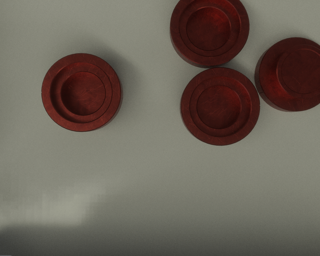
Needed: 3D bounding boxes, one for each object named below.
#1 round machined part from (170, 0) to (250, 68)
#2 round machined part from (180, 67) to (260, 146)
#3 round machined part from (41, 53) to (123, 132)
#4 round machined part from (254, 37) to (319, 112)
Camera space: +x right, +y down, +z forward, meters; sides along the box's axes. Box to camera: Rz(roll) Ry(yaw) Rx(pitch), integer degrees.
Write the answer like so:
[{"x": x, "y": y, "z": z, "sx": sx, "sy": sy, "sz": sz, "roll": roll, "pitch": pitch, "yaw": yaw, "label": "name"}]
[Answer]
[{"x": 0.062, "y": -0.126, "z": 0.403, "sx": 0.099, "sy": 0.042, "sz": 0.097, "roll": 0, "pitch": 90, "yaw": 0, "label": "round machined part"}, {"x": 0.075, "y": -0.027, "z": 0.403, "sx": 0.099, "sy": 0.042, "sz": 0.097, "roll": 0, "pitch": 90, "yaw": 0, "label": "round machined part"}, {"x": -0.097, "y": -0.044, "z": 0.402, "sx": 0.099, "sy": 0.042, "sz": 0.097, "roll": 0, "pitch": 90, "yaw": 0, "label": "round machined part"}, {"x": 0.179, "y": -0.070, "z": 0.404, "sx": 0.099, "sy": 0.042, "sz": 0.097, "roll": 0, "pitch": 90, "yaw": 0, "label": "round machined part"}]
